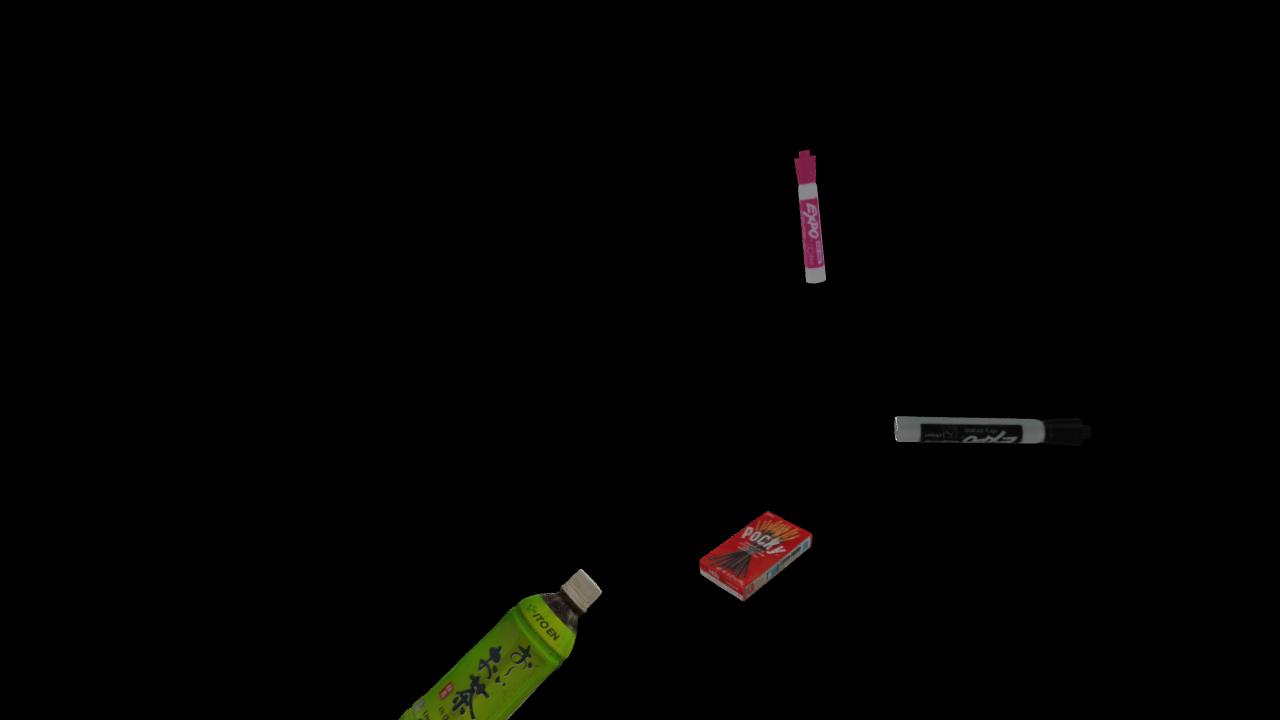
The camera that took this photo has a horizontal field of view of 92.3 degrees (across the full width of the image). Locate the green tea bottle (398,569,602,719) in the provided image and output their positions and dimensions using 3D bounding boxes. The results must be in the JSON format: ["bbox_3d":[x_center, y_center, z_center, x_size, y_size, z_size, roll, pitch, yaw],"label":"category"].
[{"bbox_3d":[-0.120,0.277,0.554,0.212,0.073,0.073,-41,13,-15],"label":"green tea bottle"}]

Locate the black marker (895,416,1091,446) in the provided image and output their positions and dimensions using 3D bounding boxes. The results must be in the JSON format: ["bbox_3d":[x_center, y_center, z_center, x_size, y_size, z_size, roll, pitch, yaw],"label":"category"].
[{"bbox_3d":[0.244,0.049,0.430,0.121,0.020,0.020,-1,0,16],"label":"black marker"}]

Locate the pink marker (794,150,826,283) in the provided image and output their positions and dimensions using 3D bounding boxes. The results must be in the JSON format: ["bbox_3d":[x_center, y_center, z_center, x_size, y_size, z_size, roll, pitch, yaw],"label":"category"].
[{"bbox_3d":[0.158,-0.132,0.571,0.020,0.121,0.020,-10,20,4],"label":"pink marker"}]

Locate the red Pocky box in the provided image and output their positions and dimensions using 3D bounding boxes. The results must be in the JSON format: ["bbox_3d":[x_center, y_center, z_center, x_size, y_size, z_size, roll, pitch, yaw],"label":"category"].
[{"bbox_3d":[0.164,0.272,0.868,0.155,0.028,0.083,-22,26,-36],"label":"red Pocky box"}]
